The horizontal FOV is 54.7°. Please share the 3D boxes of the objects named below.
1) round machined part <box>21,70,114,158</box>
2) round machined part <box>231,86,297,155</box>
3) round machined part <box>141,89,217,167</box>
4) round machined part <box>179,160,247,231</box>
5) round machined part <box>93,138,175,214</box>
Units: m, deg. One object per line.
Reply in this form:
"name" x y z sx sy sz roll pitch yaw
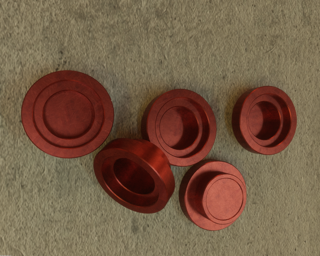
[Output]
"round machined part" -0.106 -0.015 0.361 0.099 0.042 0.097 0 90 -20
"round machined part" 0.147 -0.011 0.454 0.099 0.042 0.097 0 90 -20
"round machined part" 0.021 0.000 0.405 0.099 0.042 0.097 1 86 -24
"round machined part" 0.079 0.094 0.429 0.099 0.042 0.097 0 90 -20
"round machined part" -0.026 0.052 0.369 0.098 0.098 0.042 53 42 -13
